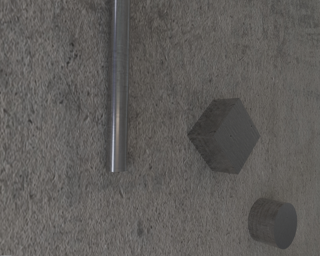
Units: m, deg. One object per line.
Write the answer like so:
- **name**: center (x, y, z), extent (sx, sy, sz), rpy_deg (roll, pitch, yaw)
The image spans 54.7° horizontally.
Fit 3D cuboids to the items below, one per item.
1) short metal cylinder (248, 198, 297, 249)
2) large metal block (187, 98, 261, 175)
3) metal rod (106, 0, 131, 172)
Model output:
- **short metal cylinder**: center (0.204, 0.171, 0.560), extent (0.081, 0.050, 0.080), rpy_deg (0, 90, -40)
- **large metal block**: center (0.099, 0.012, 0.471), extent (0.080, 0.050, 0.080), rpy_deg (-52, 120, -27)
- **metal rod**: center (-0.048, -0.099, 0.363), extent (0.025, 0.025, 0.298), rpy_deg (2, 89, -40)
